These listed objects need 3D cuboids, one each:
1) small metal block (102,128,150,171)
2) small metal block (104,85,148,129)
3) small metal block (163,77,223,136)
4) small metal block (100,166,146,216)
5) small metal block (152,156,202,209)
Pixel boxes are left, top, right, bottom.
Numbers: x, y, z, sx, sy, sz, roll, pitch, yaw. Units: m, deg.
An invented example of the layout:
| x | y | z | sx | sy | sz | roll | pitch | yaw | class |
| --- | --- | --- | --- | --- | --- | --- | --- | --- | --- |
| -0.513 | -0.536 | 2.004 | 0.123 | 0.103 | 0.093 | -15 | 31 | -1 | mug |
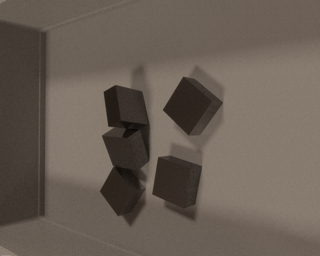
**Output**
| x | y | z | sx | sy | sz | roll | pitch | yaw | class |
| --- | --- | --- | --- | --- | --- | --- | --- | --- | --- |
| -0.048 | 0.028 | 0.431 | 0.050 | 0.025 | 0.050 | 3 | 119 | 39 | small metal block |
| -0.046 | -0.027 | 0.424 | 0.025 | 0.050 | 0.050 | -22 | 71 | 37 | small metal block |
| 0.039 | -0.026 | 0.373 | 0.050 | 0.025 | 0.050 | 46 | 117 | 29 | small metal block |
| -0.055 | 0.090 | 0.450 | 0.050 | 0.025 | 0.050 | 45 | 117 | 30 | small metal block |
| 0.021 | 0.066 | 0.388 | 0.050 | 0.025 | 0.050 | 15 | 100 | 38 | small metal block |
